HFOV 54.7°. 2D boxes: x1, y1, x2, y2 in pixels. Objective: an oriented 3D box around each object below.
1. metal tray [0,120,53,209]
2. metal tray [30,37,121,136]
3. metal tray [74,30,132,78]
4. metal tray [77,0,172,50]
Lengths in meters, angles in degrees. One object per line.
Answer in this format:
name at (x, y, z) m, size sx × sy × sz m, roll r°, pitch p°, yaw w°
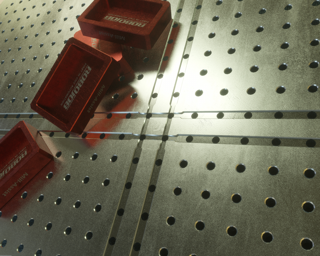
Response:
metal tray at (-0.242, 0.061, 0.491) m, size 0.130 × 0.030 × 0.090 m, roll -45°, pitch 51°, yaw -3°
metal tray at (-0.132, -0.065, 0.480) m, size 0.090 × 0.030 × 0.130 m, roll 31°, pitch 90°, yaw 22°
metal tray at (-0.103, -0.135, 0.540) m, size 0.090 × 0.030 × 0.130 m, roll -23°, pitch 53°, yaw 14°
metal tray at (-0.057, -0.181, 0.512) m, size 0.130 × 0.030 × 0.090 m, roll 17°, pitch 59°, yaw 18°
